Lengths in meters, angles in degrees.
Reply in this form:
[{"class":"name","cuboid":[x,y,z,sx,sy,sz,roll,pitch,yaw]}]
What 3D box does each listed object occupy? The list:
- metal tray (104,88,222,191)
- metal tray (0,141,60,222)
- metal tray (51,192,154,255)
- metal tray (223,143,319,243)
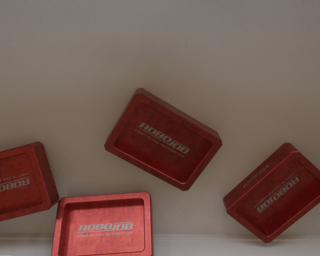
[{"class":"metal tray","cuboid":[0.004,0.017,0.415,0.131,0.030,0.090,30,107,-11]},{"class":"metal tray","cuboid":[-0.215,0.078,0.422,0.131,0.030,0.089,-15,94,5]},{"class":"metal tray","cuboid":[-0.076,0.140,0.427,0.131,0.090,0.030,-4,147,1]},{"class":"metal tray","cuboid":[0.169,0.096,0.446,0.090,0.030,0.130,40,105,-14]}]
